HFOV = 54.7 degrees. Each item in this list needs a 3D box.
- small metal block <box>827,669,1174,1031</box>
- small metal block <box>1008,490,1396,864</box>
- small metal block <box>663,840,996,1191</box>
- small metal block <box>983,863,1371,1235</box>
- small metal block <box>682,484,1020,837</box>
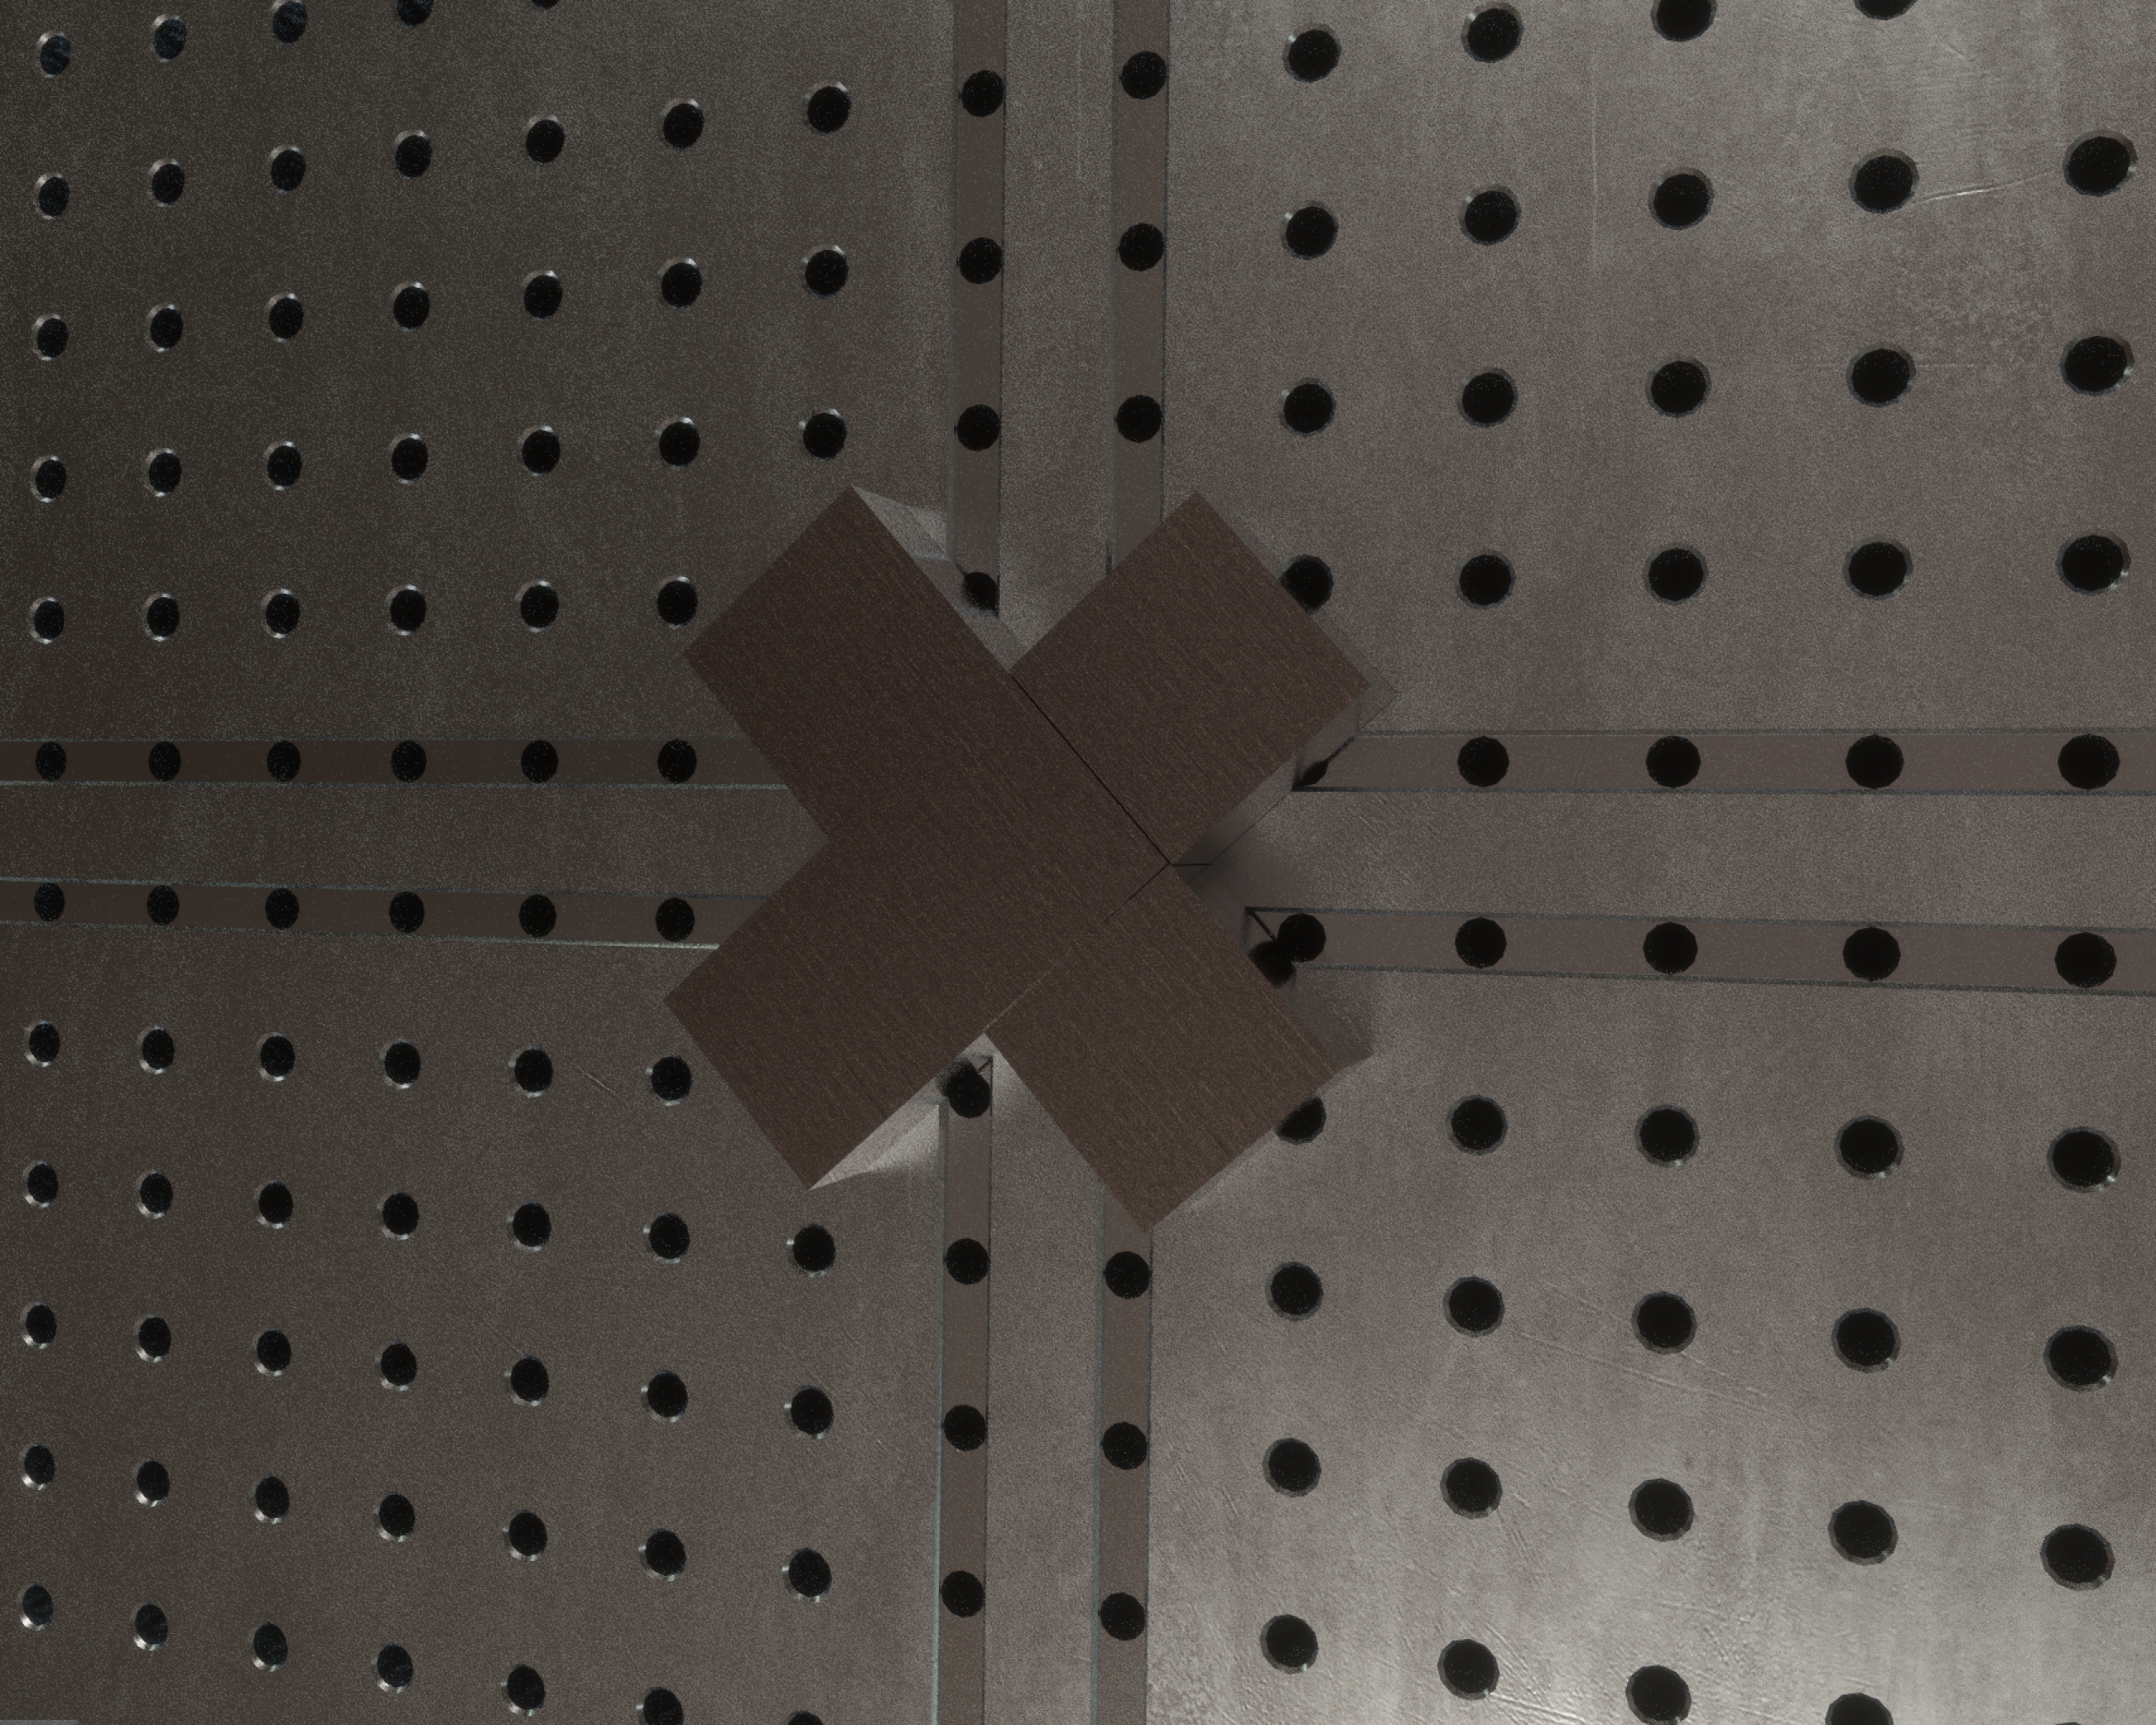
[{"bbox_3d":[-0.012,-0.002,0.415,0.050,0.025,0.050,-43,77,14],"label":"small metal block"},{"bbox_3d":[0.024,-0.035,0.403,0.050,0.025,0.050,-43,77,14],"label":"small metal block"},{"bbox_3d":[-0.047,0.031,0.428,0.050,0.025,0.050,-43,77,14],"label":"small metal block"},{"bbox_3d":[0.019,0.035,0.405,0.050,0.025,0.050,-42,77,14],"label":"small metal block"},{"bbox_3d":[-0.043,-0.040,0.427,0.050,0.025,0.050,-42,77,14],"label":"small metal block"}]
